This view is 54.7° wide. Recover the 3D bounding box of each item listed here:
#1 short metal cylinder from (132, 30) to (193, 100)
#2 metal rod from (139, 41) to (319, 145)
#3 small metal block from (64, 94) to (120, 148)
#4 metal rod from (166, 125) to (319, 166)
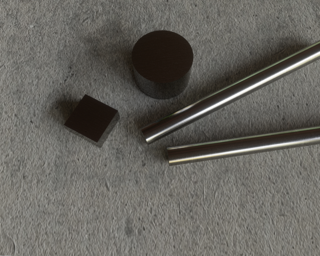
[{"bbox_3d":[0.003,-0.086,0.426,0.081,0.050,0.080,0,70,0],"label":"short metal cylinder"},{"bbox_3d":[0.112,-0.054,0.429,0.302,0.025,0.025,-26,73,-10],"label":"metal rod"},{"bbox_3d":[-0.089,-0.009,0.410,0.050,0.025,0.050,27,72,9],"label":"small metal block"},{"bbox_3d":[0.159,0.016,0.404,0.302,0.025,0.025,-8,70,-4],"label":"metal rod"}]
